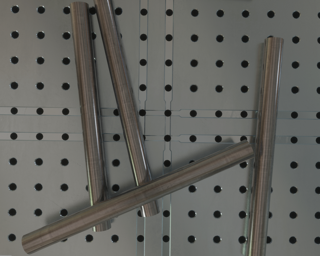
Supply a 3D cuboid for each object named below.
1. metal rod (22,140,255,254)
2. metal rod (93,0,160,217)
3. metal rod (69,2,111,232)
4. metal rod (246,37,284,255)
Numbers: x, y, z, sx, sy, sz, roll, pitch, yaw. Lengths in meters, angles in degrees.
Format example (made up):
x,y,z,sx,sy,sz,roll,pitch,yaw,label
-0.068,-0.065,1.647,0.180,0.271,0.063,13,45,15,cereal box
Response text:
x,y,z,sx,sy,sz,roll,pitch,yaw,label
-0.026,0.085,0.387,0.301,0.025,0.025,-23,90,-1,metal rod
-0.045,-0.031,0.412,0.025,0.025,0.298,-13,90,0,metal rod
-0.092,-0.015,0.412,0.025,0.025,0.298,-6,90,-1,metal rod
0.140,0.030,0.415,0.025,0.025,0.298,5,90,-1,metal rod
